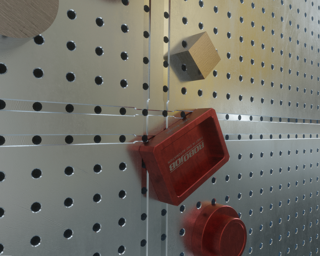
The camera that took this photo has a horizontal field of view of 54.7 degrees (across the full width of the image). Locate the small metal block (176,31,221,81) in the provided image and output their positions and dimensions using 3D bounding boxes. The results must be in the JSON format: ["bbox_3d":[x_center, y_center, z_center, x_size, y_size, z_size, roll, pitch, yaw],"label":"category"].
[{"bbox_3d":[0.058,-0.106,0.460,0.050,0.025,0.050,-51,120,-28],"label":"small metal block"}]

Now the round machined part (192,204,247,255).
[{"bbox_3d":[0.099,0.171,0.484,0.099,0.042,0.097,0,90,-40],"label":"round machined part"}]

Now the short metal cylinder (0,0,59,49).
[{"bbox_3d":[-0.140,-0.115,0.276,0.081,0.050,0.079,0,90,-40],"label":"short metal cylinder"}]

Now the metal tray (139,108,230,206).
[{"bbox_3d":[0.041,0.037,0.442,0.131,0.030,0.090,-33,111,-35],"label":"metal tray"}]
